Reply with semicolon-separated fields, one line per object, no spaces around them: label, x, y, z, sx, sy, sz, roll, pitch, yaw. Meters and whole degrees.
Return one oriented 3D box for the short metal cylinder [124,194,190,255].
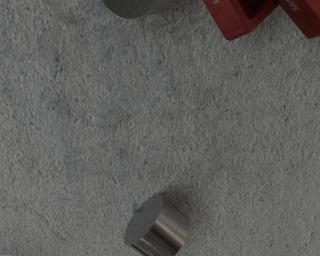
short metal cylinder;-0.005;0.141;0.432;0.050;0.080;0.080;41;105;-14

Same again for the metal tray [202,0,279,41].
metal tray;0.071;-0.168;0.318;0.090;0.030;0.130;-45;109;-28

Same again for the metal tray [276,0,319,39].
metal tray;0.153;-0.171;0.324;0.130;0.030;0.090;42;78;-16

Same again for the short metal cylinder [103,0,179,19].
short metal cylinder;-0.020;-0.158;0.319;0.080;0.050;0.079;16;122;28
